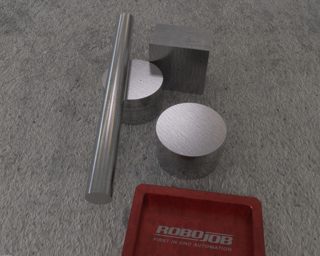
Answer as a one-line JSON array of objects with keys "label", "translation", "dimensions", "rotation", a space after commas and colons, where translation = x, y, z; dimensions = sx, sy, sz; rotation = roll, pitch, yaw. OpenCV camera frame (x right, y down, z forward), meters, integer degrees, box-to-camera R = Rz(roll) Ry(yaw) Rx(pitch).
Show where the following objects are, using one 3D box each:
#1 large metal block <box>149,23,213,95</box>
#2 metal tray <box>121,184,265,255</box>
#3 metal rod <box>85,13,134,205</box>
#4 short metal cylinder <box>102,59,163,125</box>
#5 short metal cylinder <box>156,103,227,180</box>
[{"label": "large metal block", "translation": [0.030, -0.099, 0.451], "dimensions": [0.080, 0.080, 0.050], "rotation": [9, 51, 7]}, {"label": "metal tray", "translation": [0.034, 0.109, 0.308], "dimensions": [0.131, 0.030, 0.090], "rotation": [6, 50, 5]}, {"label": "metal rod", "translation": [-0.054, -0.050, 0.380], "dimensions": [0.025, 0.025, 0.300], "rotation": [1, 50, 0]}, {"label": "short metal cylinder", "translation": [-0.036, -0.050, 0.429], "dimensions": [0.081, 0.050, 0.080], "rotation": [0, 50, 0]}, {"label": "short metal cylinder", "translation": [0.036, 0.016, 0.374], "dimensions": [0.081, 0.050, 0.080], "rotation": [0, 50, 0]}]
